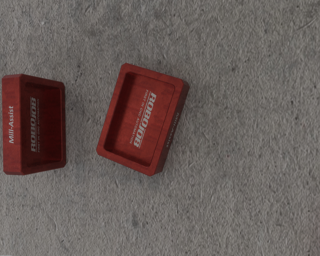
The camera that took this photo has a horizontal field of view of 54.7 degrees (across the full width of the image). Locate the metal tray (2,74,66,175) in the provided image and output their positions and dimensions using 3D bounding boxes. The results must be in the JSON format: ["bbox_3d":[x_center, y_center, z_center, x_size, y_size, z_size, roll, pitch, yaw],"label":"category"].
[{"bbox_3d":[-0.173,-0.004,0.435,0.030,0.090,0.129,-1,90,20],"label":"metal tray"}]

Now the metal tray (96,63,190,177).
[{"bbox_3d":[-0.024,-0.012,0.414,0.090,0.030,0.129,20,97,18],"label":"metal tray"}]
